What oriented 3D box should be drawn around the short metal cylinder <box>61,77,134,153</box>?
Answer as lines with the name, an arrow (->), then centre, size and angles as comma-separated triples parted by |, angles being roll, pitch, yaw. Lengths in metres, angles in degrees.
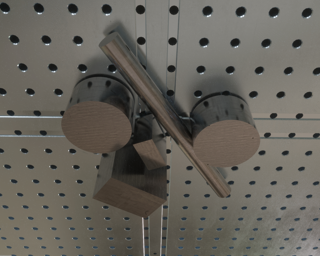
short metal cylinder -> -0.073, -0.015, 0.377 | 0.081, 0.050, 0.079 | 0, 130, 0

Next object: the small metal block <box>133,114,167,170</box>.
small metal block -> -0.012, 0.018, 0.405 | 0.025, 0.050, 0.050 | -17, 128, 13

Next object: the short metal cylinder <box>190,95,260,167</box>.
short metal cylinder -> 0.081, 0.005, 0.395 | 0.081, 0.050, 0.079 | 0, 130, 0

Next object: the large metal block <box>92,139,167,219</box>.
large metal block -> -0.038, 0.065, 0.425 | 0.080, 0.080, 0.050 | 28, 125, -21

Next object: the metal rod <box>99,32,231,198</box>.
metal rod -> 0.024, 0.003, 0.410 | 0.025, 0.025, 0.300 | -25, 126, 20
